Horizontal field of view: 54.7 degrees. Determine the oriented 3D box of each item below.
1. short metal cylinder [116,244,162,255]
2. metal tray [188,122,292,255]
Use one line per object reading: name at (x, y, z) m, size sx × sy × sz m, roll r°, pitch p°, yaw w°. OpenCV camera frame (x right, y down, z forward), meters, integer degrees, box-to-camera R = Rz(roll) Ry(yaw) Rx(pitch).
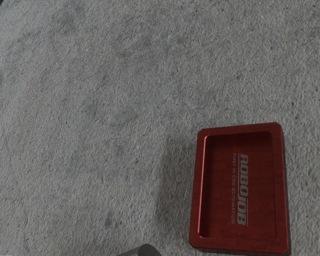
short metal cylinder at (-0.022, 0.156, 0.285) m, size 0.050 × 0.080 × 0.080 m, roll -27°, pitch 53°, yaw 12°
metal tray at (0.082, 0.060, 0.320) m, size 0.090 × 0.030 × 0.130 m, roll -6°, pitch 59°, yaw 25°
